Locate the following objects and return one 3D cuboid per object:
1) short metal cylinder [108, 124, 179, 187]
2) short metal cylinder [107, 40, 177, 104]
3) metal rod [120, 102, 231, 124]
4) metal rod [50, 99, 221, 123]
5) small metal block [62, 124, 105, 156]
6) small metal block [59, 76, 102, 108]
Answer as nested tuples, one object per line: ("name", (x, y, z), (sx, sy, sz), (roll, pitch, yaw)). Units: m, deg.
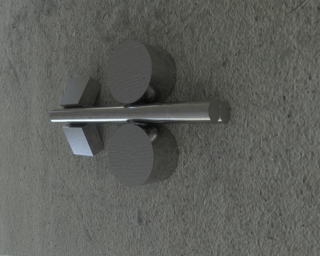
("short metal cylinder", (-0.022, 0.034, 0.408), (0.080, 0.050, 0.079), (0, 90, 40))
("short metal cylinder", (-0.024, -0.071, 0.410), (0.080, 0.050, 0.079), (0, 90, 40))
("metal rod", (-0.042, -0.018, 0.441), (0.300, 0.025, 0.025), (1, 91, 40))
("metal rod", (-0.058, -0.019, 0.422), (0.300, 0.025, 0.025), (1, 90, 40))
("small metal block", (-0.122, 0.016, 0.494), (0.050, 0.025, 0.050), (1, 117, 39))
("small metal block", (-0.128, -0.054, 0.500), (0.050, 0.025, 0.050), (0, 63, 40))
